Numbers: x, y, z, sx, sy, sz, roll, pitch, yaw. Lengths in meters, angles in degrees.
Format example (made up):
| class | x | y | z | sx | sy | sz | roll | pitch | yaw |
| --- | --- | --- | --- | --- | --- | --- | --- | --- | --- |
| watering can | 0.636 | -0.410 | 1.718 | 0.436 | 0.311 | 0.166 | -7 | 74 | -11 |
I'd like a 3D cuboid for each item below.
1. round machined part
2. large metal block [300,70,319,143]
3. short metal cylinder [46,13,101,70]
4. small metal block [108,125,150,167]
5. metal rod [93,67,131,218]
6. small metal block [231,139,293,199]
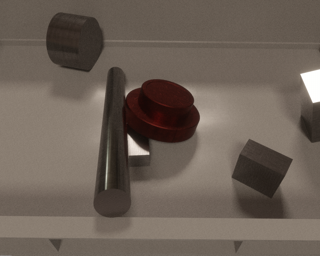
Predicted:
| class | x | y | z | sx | sy | sz | roll | pitch | yaw |
| --- | --- | --- | --- | --- | --- | --- | --- | --- | --- |
| round machined part | 0.005 | -0.028 | 0.397 | 0.099 | 0.042 | 0.098 | 13 | 34 | -9 |
| large metal block | 0.224 | -0.032 | 0.385 | 0.080 | 0.080 | 0.050 | -13 | 49 | 15 |
| short metal cylinder | -0.131 | -0.134 | 0.480 | 0.050 | 0.080 | 0.080 | 12 | 51 | 9 |
| small metal block | -0.039 | 0.021 | 0.387 | 0.050 | 0.025 | 0.050 | -2 | 50 | -3 |
| metal rod | -0.050 | -0.015 | 0.342 | 0.025 | 0.025 | 0.300 | -5 | 27 | -5 |
| small metal block | 0.114 | 0.046 | 0.351 | 0.050 | 0.050 | 0.025 | 27 | 55 | 20 |
